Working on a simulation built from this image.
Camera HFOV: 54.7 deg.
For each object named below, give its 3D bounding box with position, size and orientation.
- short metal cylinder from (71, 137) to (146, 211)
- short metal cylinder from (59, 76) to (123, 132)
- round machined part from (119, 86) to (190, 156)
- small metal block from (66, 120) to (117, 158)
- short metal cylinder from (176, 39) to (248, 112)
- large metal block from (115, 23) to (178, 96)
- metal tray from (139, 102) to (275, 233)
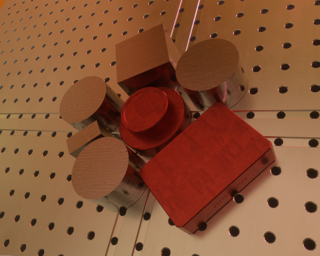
[{"bbox_3d":[-0.062,0.058,0.389,0.080,0.050,0.080,-13,56,21],"label":"short metal cylinder"},{"bbox_3d":[-0.101,-0.030,0.463,0.080,0.050,0.080,-13,56,21],"label":"short metal cylinder"},{"bbox_3d":[-0.013,-0.016,0.413,0.098,0.042,0.098,-13,56,21],"label":"round machined part"},{"bbox_3d":[-0.090,0.023,0.424,0.050,0.050,0.025,-33,52,7],"label":"small metal block"},{"bbox_3d":[0.067,-0.067,0.397,0.080,0.050,0.080,-13,56,21],"label":"short metal cylinder"},{"bbox_3d":[-0.017,-0.096,0.461,0.080,0.050,0.080,-19,54,17],"label":"large metal block"},{"bbox_3d":[0.050,0.041,0.352,0.130,0.030,0.090,-42,51,-1],"label":"metal tray"}]
